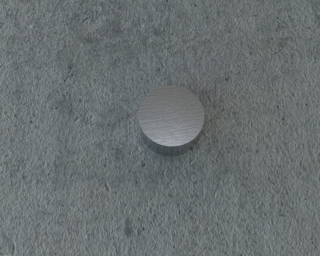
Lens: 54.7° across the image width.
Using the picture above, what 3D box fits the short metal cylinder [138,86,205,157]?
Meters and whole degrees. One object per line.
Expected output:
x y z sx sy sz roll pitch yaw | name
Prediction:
0.014 -0.008 0.399 0.081 0.050 0.080 0 70 0 | short metal cylinder
